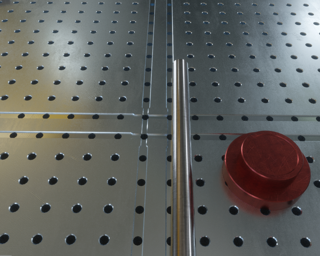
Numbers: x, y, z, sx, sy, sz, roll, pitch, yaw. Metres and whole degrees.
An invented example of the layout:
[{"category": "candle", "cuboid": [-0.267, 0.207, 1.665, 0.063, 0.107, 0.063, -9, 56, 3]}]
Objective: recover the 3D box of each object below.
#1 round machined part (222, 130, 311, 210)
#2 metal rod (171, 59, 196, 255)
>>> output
[{"category": "round machined part", "cuboid": [0.126, 0.042, 0.362, 0.099, 0.042, 0.098, 0, 50, 0]}, {"category": "metal rod", "cuboid": [0.027, 0.015, 0.394, 0.025, 0.025, 0.300, 1, 50, 1]}]
